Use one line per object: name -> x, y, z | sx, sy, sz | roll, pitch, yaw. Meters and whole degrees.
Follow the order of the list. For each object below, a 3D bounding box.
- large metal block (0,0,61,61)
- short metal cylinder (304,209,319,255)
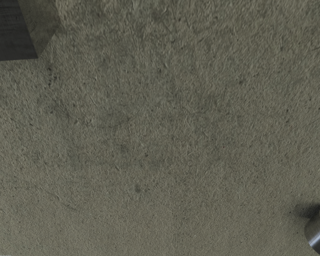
large metal block -> -0.147, -0.102, 0.282 | 0.080, 0.080, 0.050 | -3, 130, 2
short metal cylinder -> 0.296, 0.177, 0.524 | 0.081, 0.080, 0.050 | 9, 130, -8
